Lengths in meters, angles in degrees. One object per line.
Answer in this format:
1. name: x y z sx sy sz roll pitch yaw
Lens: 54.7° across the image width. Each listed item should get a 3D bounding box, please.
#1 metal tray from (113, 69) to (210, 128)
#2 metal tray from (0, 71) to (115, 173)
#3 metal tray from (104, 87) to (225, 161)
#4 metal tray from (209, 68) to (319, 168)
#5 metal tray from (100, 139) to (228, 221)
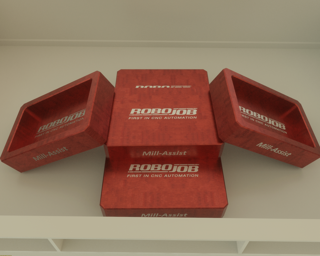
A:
1. metal tray: 0.004 -0.043 0.434 0.131 0.030 0.090 0 50 -1
2. metal tray: -0.119 -0.007 0.365 0.130 0.030 0.090 -18 47 23
3. metal tray: 0.004 -0.007 0.366 0.131 0.030 0.090 -1 50 -1
4. metal tray: 0.125 -0.011 0.369 0.131 0.030 0.090 18 46 -23
5. metal tray: 0.004 0.056 0.351 0.131 0.030 0.090 0 50 -1
